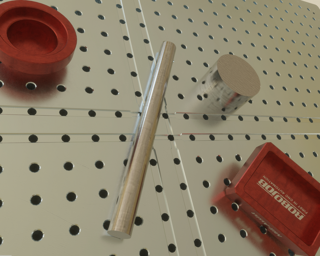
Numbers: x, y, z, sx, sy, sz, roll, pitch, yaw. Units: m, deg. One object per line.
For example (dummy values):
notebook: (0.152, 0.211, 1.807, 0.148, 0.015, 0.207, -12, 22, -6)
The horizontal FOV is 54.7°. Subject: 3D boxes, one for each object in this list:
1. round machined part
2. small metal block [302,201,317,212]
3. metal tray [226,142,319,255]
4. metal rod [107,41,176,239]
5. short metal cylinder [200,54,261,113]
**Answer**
round machined part: (-0.155, -0.104, 0.377, 0.099, 0.042, 0.098, 14, 56, -21)
small metal block: (0.228, 0.116, 0.460, 0.050, 0.025, 0.050, 47, 51, 4)
metal tray: (0.166, 0.094, 0.416, 0.130, 0.030, 0.090, 41, 69, 3)
metal rod: (-0.014, -0.009, 0.405, 0.025, 0.025, 0.300, 24, 53, -14)
short metal cylinder: (0.111, -0.070, 0.495, 0.081, 0.050, 0.080, 14, 56, -21)
